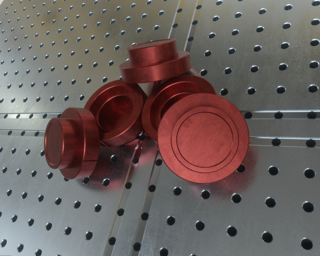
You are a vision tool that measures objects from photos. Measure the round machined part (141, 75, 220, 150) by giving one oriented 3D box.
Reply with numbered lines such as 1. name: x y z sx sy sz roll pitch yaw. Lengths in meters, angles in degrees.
1. round machined part: 0.030 -0.015 0.390 0.098 0.042 0.098 -13 56 20

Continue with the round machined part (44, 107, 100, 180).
1. round machined part: -0.124 0.021 0.418 0.098 0.042 0.097 -3 86 50

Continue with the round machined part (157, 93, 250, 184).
1. round machined part: 0.046 0.011 0.331 0.099 0.042 0.097 0 91 3

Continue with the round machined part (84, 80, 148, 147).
1. round machined part: -0.058 -0.017 0.435 0.098 0.042 0.098 -13 56 20

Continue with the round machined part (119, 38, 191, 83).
1. round machined part: -0.008 -0.096 0.426 0.099 0.042 0.098 -10 21 4
